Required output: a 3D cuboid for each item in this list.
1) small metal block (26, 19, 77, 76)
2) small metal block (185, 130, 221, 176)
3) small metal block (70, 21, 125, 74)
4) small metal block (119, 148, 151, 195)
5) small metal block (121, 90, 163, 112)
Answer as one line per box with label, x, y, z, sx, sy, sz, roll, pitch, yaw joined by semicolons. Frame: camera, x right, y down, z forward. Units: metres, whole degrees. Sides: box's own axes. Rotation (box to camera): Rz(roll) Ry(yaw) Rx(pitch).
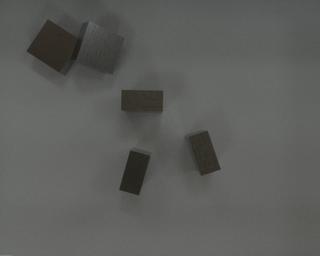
small metal block;-0.137;-0.106;0.410;0.050;0.025;0.050;33;90;0
small metal block;0.054;0.030;0.399;0.025;0.050;0.050;-19;90;0
small metal block;-0.080;-0.102;0.399;0.050;0.025;0.050;18;90;-34
small metal block;-0.030;0.054;0.399;0.025;0.050;0.050;16;90;0
small metal block;-0.021;-0.033;0.399;0.050;0.050;0.025;1;90;0
